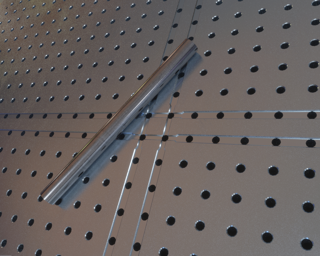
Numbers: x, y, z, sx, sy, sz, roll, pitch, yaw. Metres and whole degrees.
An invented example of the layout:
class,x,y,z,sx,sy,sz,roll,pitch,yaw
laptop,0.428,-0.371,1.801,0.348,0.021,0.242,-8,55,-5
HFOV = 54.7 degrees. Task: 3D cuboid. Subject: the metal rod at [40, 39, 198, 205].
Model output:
class,x,y,z,sx,sy,sz,roll,pitch,yaw
metal rod,-0.054,-0.013,0.442,0.300,0.025,0.025,-48,52,-6
